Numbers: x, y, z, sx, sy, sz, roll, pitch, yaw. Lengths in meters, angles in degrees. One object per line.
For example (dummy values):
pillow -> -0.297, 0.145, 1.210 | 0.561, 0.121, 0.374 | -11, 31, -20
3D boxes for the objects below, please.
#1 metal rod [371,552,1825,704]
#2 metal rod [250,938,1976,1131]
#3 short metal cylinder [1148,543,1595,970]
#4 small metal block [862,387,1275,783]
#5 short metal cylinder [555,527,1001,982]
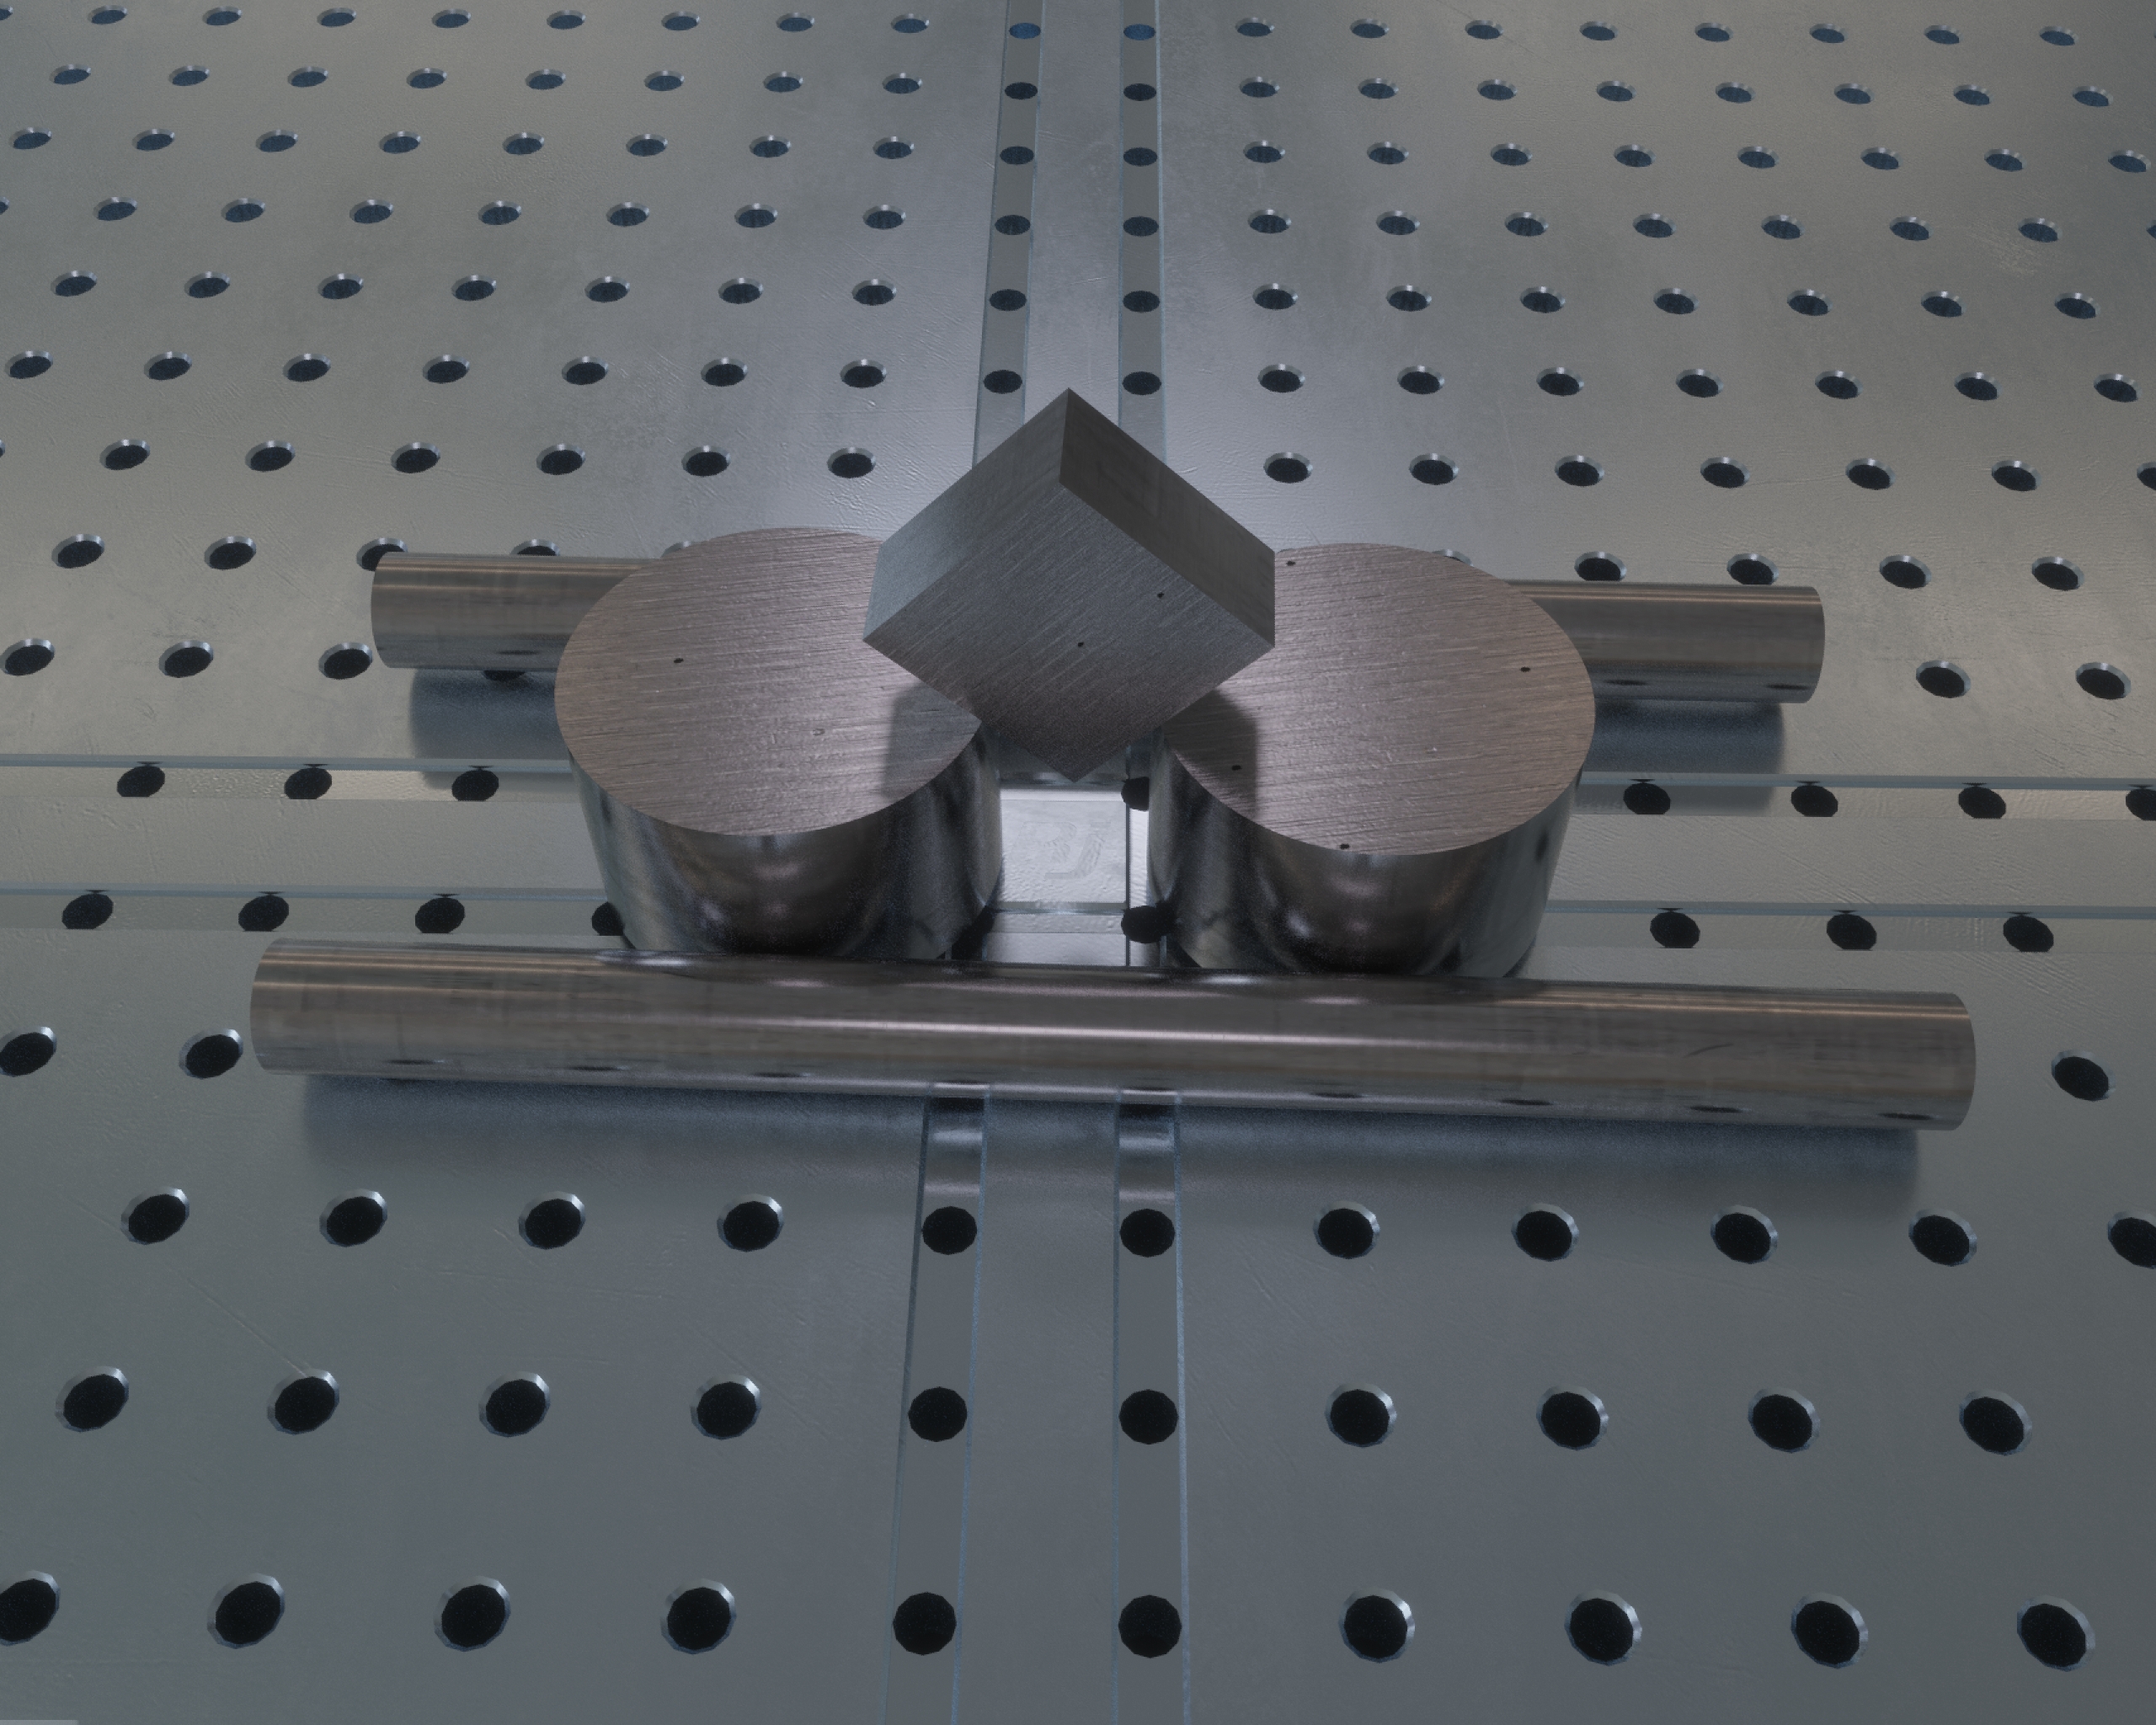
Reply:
metal rod -> 0.004, -0.050, 0.445 | 0.302, 0.025, 0.025 | 2, 50, 1
metal rod -> 0.005, 0.031, 0.377 | 0.302, 0.025, 0.025 | 2, 50, 1
short metal cylinder -> 0.054, -0.016, 0.401 | 0.081, 0.050, 0.080 | 0, 50, 0
small metal block -> -0.001, -0.047, 0.366 | 0.050, 0.050, 0.025 | 33, 42, -30
short metal cylinder -> -0.055, -0.019, 0.403 | 0.081, 0.050, 0.080 | 0, 50, 0
